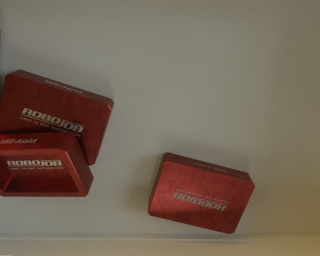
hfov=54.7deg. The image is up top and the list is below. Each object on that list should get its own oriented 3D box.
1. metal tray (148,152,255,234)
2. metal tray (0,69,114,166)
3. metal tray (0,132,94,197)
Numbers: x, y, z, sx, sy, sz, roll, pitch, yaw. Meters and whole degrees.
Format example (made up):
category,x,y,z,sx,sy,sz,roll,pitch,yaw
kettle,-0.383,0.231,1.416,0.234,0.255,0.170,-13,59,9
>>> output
category,x,y,z,sx,sy,sz,roll,pitch,yaw
metal tray,0.057,0.095,0.444,0.131,0.030,0.089,15,109,-6
metal tray,-0.135,-0.012,0.403,0.131,0.030,0.089,18,109,-7
metal tray,-0.162,0.049,0.398,0.131,0.030,0.090,-2,131,11
